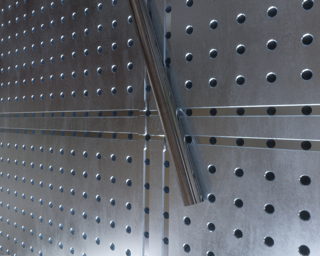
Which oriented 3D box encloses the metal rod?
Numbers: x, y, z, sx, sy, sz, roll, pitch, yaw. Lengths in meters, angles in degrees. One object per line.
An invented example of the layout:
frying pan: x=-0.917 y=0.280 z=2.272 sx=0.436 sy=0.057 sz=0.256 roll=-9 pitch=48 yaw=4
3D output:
metal rod: x=0.002 y=-0.049 z=0.405 sx=0.025 sy=0.025 sz=0.299 roll=-25 pitch=75 yaw=37
